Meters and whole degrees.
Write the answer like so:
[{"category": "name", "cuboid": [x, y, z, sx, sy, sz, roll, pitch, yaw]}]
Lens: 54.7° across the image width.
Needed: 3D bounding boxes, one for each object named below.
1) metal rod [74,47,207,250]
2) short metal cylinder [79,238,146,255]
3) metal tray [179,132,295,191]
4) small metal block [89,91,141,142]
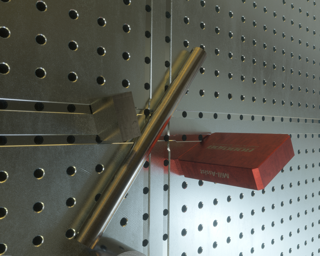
[{"category": "metal rod", "cuboid": [-0.013, 0.008, 0.398, 0.025, 0.025, 0.300, 46, 63, -31]}, {"category": "short metal cylinder", "cuboid": [-0.053, 0.172, 0.349, 0.081, 0.050, 0.079, 0, 90, -40]}, {"category": "metal tray", "cuboid": [0.101, 0.040, 0.426, 0.091, 0.130, 0.030, -32, 110, -36]}, {"category": "small metal block", "cuboid": [-0.051, -0.013, 0.350, 0.025, 0.050, 0.050, -20, 103, -38]}]
